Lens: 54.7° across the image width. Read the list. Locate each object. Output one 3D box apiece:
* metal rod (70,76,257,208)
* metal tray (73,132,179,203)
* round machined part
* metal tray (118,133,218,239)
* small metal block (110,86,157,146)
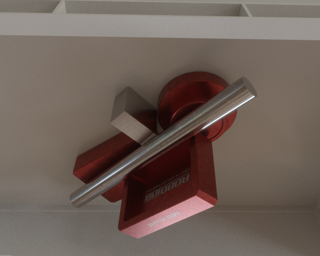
[{"bbox_3d":[-0.017,0.033,0.383,0.299,0.025,0.025,-35,123,30],"label":"metal rod"},{"bbox_3d":[-0.047,0.053,0.449,0.130,0.030,0.090,-28,125,21],"label":"metal tray"},{"bbox_3d":[0.046,-0.017,0.382,0.099,0.042,0.097,-1,130,0],"label":"round machined part"},{"bbox_3d":[0.006,0.069,0.374,0.030,0.090,0.130,34,128,-29],"label":"metal tray"},{"bbox_3d":[-0.030,-0.015,0.378,0.025,0.050,0.050,-37,121,27],"label":"small metal block"}]
